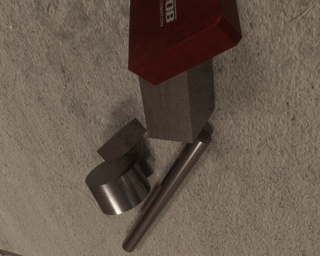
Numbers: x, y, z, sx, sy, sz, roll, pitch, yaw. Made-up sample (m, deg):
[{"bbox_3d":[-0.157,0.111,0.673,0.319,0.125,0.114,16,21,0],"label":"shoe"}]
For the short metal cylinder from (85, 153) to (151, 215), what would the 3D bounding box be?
[{"bbox_3d":[-0.060,0.080,0.451,0.080,0.080,0.050,-10,113,32],"label":"short metal cylinder"}]

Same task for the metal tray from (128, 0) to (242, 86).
[{"bbox_3d":[0.016,-0.112,0.269,0.090,0.130,0.030,-21,148,35],"label":"metal tray"}]

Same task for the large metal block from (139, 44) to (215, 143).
[{"bbox_3d":[0.022,-0.041,0.334,0.050,0.080,0.079,6,121,24],"label":"large metal block"}]

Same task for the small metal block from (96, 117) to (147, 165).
[{"bbox_3d":[-0.052,0.018,0.428,0.025,0.050,0.050,49,128,-7],"label":"small metal block"}]

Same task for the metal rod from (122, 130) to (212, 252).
[{"bbox_3d":[-0.002,0.113,0.476,0.025,0.025,0.298,33,129,6],"label":"metal rod"}]
